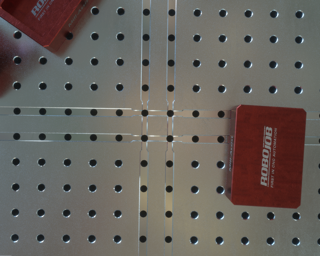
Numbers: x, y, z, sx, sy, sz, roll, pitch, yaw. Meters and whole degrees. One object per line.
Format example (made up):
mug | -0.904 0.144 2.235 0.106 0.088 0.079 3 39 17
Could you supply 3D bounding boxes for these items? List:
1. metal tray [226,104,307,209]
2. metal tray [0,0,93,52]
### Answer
metal tray | 0.139 0.037 0.412 0.090 0.030 0.129 4 90 0
metal tray | -0.144 -0.179 0.409 0.090 0.030 0.130 35 90 0
